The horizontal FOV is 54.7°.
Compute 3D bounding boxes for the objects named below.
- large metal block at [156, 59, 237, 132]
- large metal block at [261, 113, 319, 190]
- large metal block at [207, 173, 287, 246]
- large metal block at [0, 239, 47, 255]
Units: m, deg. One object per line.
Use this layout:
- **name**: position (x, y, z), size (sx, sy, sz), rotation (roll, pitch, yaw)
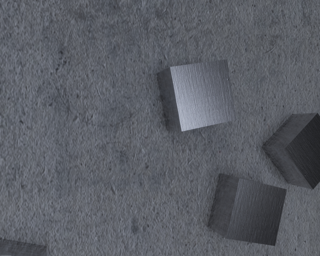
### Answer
- **large metal block**: position (0.048, -0.042, 0.413), size (0.081, 0.050, 0.080), rotation (-12, 94, -20)
- **large metal block**: position (0.219, 0.034, 0.476), size (0.080, 0.050, 0.080), rotation (-43, 104, -15)
- **large metal block**: position (0.123, 0.115, 0.441), size (0.081, 0.050, 0.080), rotation (15, 85, -20)
- **large metal block**: position (-0.175, 0.168, 0.331), size (0.081, 0.050, 0.080), rotation (18, 84, -19)
